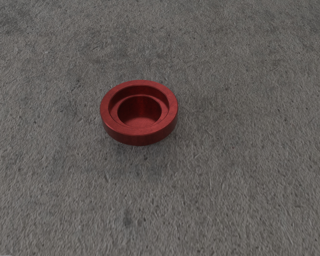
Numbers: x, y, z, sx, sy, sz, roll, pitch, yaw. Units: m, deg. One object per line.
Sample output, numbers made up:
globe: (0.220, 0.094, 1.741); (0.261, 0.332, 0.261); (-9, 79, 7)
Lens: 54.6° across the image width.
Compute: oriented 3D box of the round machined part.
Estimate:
round machined part: (-0.026, -0.015, 0.405); (0.099, 0.042, 0.098); (0, 50, 0)
